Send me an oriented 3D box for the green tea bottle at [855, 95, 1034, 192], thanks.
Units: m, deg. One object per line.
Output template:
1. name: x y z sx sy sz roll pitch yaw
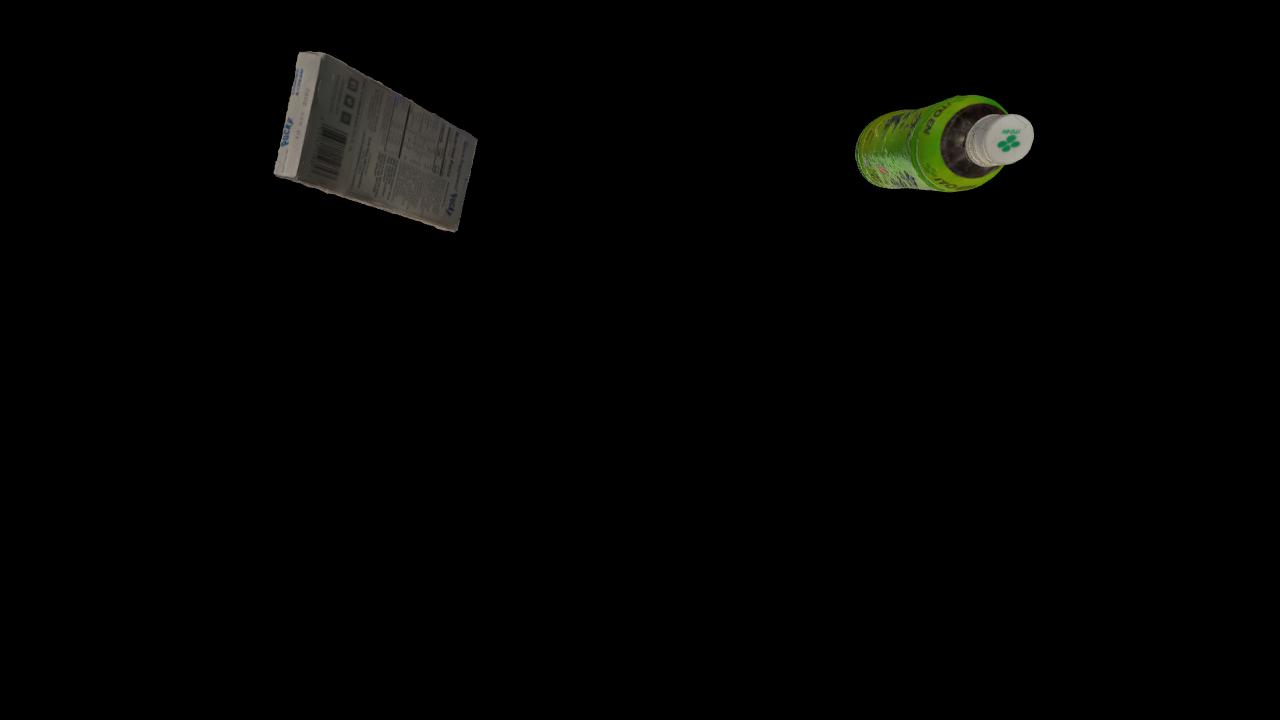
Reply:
1. green tea bottle: 0.236 -0.170 0.487 0.073 0.073 0.212 0 15 0

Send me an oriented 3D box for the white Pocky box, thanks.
1. white Pocky box: -0.187 -0.154 0.460 0.028 0.084 0.154 16 5 23
